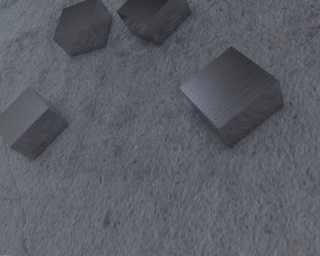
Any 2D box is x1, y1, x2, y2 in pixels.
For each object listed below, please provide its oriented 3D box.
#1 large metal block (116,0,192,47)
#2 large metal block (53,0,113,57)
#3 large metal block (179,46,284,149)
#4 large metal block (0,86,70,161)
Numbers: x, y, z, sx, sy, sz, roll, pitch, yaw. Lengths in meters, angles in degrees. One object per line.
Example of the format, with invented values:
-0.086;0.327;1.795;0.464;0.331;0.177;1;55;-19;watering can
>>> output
-0.009;-0.191;0.508;0.080;0.050;0.080;-48;52;-6;large metal block
-0.141;-0.186;0.574;0.080;0.050;0.080;-8;58;23;large metal block
0.084;-0.037;0.366;0.080;0.050;0.080;-39;51;2;large metal block
-0.207;-0.008;0.499;0.080;0.050;0.080;-47;52;-5;large metal block
